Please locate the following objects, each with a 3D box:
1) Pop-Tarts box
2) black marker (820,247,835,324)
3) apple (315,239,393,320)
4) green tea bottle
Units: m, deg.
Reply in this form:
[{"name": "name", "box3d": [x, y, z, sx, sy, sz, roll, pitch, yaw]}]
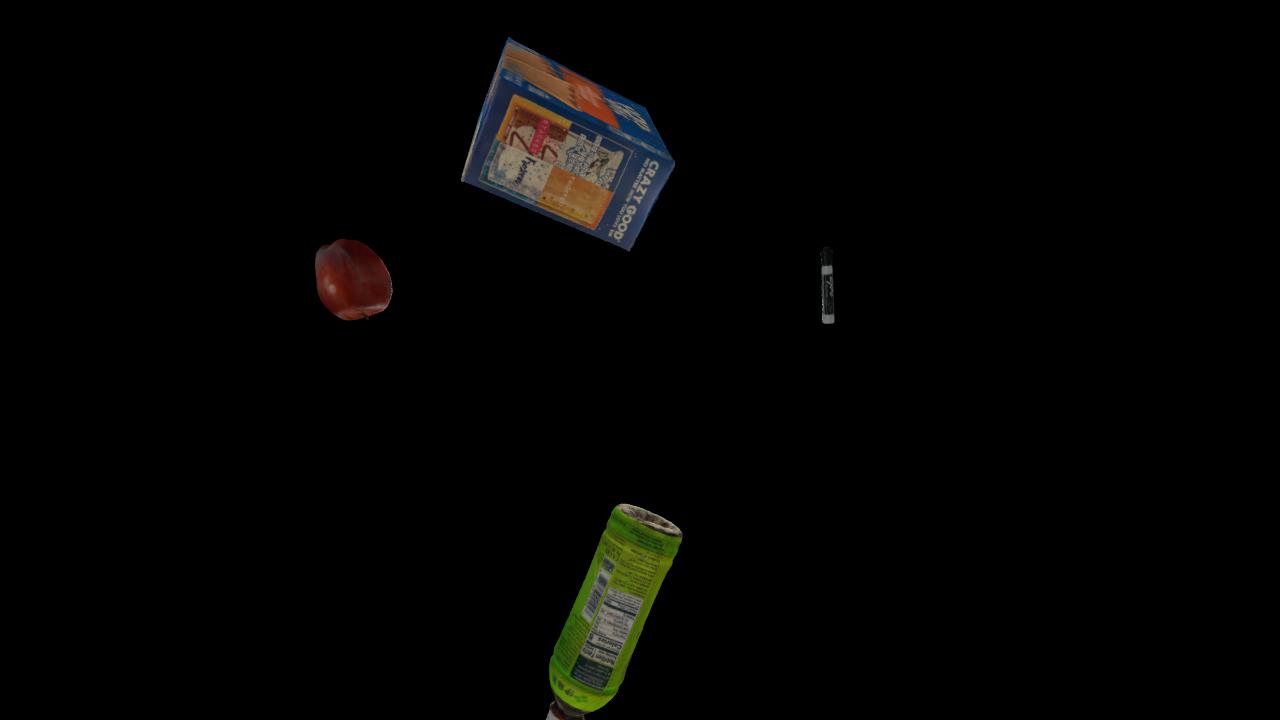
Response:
[{"name": "Pop-Tarts box", "box3d": [-0.061, -0.185, 0.515, 0.141, 0.083, 0.167, 20, 31, -21]}, {"name": "black marker", "box3d": [0.297, -0.118, 0.975, 0.020, 0.121, 0.020, -6, 14, 1]}, {"name": "apple", "box3d": [-0.326, -0.089, 0.701, 0.079, 0.093, 0.079, -19, 1, 0]}, {"name": "green tea bottle", "box3d": [-0.033, 0.238, 0.550, 0.073, 0.212, 0.073, 25, -5, 2]}]
